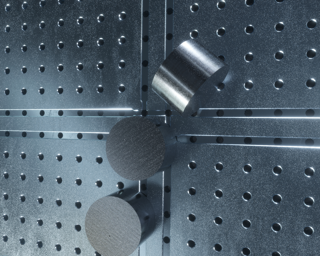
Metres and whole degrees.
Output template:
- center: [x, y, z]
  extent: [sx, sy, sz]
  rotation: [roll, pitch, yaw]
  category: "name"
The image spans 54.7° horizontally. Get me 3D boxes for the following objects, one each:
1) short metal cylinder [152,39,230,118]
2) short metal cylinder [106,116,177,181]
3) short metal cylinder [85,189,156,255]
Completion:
- center: [0.036, -0.058, 0.370]
  extent: [0.050, 0.080, 0.080]
  rotation: [43, 103, 14]
  category: "short metal cylinder"
- center: [-0.023, 0.025, 0.407]
  extent: [0.080, 0.050, 0.079]
  rotation: [0, 90, 19]
  category: "short metal cylinder"
- center: [-0.052, 0.126, 0.417]
  extent: [0.080, 0.050, 0.079]
  rotation: [0, 90, 19]
  category: "short metal cylinder"
